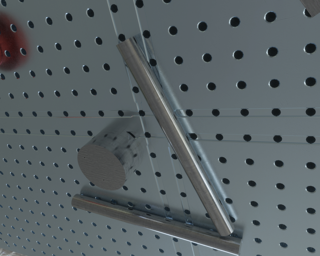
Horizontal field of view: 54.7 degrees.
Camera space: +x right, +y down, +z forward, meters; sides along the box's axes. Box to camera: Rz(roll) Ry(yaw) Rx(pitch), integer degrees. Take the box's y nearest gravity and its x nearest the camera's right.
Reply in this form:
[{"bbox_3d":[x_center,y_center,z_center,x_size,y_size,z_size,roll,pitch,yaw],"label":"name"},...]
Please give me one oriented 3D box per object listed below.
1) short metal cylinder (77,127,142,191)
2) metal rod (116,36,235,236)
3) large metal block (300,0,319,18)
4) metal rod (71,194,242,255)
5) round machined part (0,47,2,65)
[{"bbox_3d":[-0.074,0.045,0.460,0.080,0.050,0.079,13,124,20],"label":"short metal cylinder"},{"bbox_3d":[0.028,0.022,0.409,0.025,0.025,0.299,-17,110,34],"label":"metal rod"},{"bbox_3d":[0.131,-0.147,0.235,0.080,0.050,0.080,-35,99,38],"label":"large metal block"},{"bbox_3d":[-0.019,0.155,0.515,0.301,0.025,0.025,9,122,23],"label":"metal rod"},{"bbox_3d":[-0.285,-0.118,0.474,0.098,0.042,0.097,13,124,20],"label":"round machined part"}]
